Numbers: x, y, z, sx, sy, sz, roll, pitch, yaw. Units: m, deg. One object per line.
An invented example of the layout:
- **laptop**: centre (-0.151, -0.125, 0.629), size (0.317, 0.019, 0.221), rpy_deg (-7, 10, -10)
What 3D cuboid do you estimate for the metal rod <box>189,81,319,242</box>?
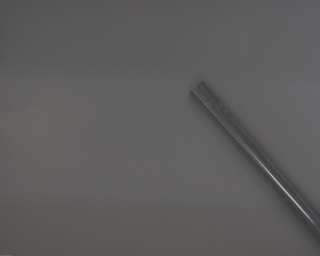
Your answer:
- **metal rod**: centre (0.147, 0.058, 0.412), size (0.025, 0.025, 0.300), rpy_deg (-41, 90, 0)
